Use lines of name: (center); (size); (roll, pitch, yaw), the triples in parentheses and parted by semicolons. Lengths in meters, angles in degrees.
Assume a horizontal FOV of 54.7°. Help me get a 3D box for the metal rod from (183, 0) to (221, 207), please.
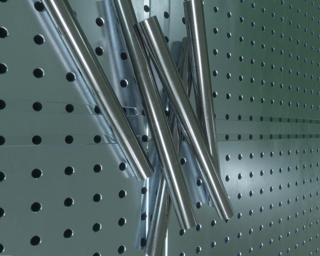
metal rod: (0.065, -0.023, 0.441); (0.025, 0.025, 0.298); (-23, 112, -38)

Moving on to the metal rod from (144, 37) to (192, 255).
metal rod: (0.018, 0.019, 0.426); (0.025, 0.025, 0.299); (17, 79, -39)

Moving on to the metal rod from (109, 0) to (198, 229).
metal rod: (-0.006, -0.017, 0.385); (0.025, 0.025, 0.298); (-22, 98, -38)

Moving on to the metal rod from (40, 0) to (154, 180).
metal rod: (-0.079, -0.068, 0.344); (0.025, 0.025, 0.299); (-39, 114, -33)

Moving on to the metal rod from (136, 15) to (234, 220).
metal rod: (0.041, 0.001, 0.412); (0.025, 0.025, 0.299); (-39, 115, -33)
